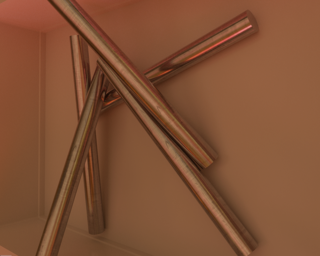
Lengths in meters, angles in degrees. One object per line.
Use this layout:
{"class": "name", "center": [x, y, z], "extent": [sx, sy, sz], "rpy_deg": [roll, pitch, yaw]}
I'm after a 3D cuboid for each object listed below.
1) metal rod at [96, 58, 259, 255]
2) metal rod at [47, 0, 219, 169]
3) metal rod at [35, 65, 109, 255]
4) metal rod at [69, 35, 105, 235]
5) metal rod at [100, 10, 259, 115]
{"class": "metal rod", "center": [0.009, 0.019, 0.377], "extent": [0.025, 0.025, 0.300], "rpy_deg": [-48, 68, 29]}
{"class": "metal rod", "center": [-0.043, -0.071, 0.364], "extent": [0.300, 0.025, 0.025], "rpy_deg": [47, 121, 2]}
{"class": "metal rod", "center": [-0.112, 0.045, 0.413], "extent": [0.025, 0.025, 0.299], "rpy_deg": [-4, 65, 39]}
{"class": "metal rod", "center": [-0.109, 0.015, 0.468], "extent": [0.025, 0.025, 0.298], "rpy_deg": [2, 99, 39]}
{"class": "metal rod", "center": [-0.013, -0.067, 0.415], "extent": [0.299, 0.025, 0.025], "rpy_deg": [-22, 76, 37]}
